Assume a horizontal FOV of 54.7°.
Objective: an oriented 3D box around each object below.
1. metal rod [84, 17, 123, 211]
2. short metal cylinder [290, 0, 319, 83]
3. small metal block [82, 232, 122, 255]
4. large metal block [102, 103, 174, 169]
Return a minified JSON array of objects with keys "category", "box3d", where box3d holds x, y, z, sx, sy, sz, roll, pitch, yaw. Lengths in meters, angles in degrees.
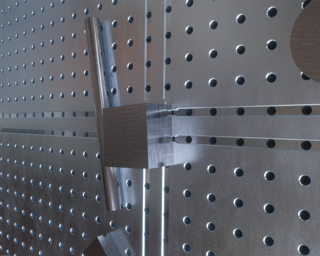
[{"category":"metal rod","box3d":[-0.088,-0.025,0.479,0.025,0.025,0.298,-14,81,39]},{"category":"short metal cylinder","box3d":[0.159,-0.073,0.261,0.080,0.050,0.079,0,90,39]},{"category":"small metal block","box3d":[-0.088,0.200,0.480,0.050,0.025,0.050,-50,61,28]},{"category":"large metal block","box3d":[-0.030,0.011,0.416,0.080,0.050,0.080,-4,88,39]}]
